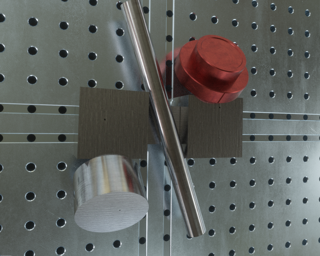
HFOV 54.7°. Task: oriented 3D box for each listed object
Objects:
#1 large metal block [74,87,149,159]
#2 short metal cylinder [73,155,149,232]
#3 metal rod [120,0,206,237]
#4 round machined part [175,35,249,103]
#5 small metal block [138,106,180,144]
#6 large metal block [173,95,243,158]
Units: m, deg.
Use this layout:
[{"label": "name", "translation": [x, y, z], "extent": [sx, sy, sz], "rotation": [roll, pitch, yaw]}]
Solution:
[{"label": "large metal block", "translation": [-0.060, -0.005, 0.378], "extent": [0.081, 0.050, 0.080], "rotation": [2, 89, -20]}, {"label": "short metal cylinder", "translation": [-0.057, 0.076, 0.356], "extent": [0.081, 0.050, 0.080], "rotation": [-10, 135, -9]}, {"label": "metal rod", "translation": [0.006, -0.007, 0.387], "extent": [0.025, 0.025, 0.298], "rotation": [-18, 96, -19]}, {"label": "round machined part", "translation": [0.072, -0.083, 0.404], "extent": [0.099, 0.042, 0.098], "rotation": [10, 52, -13]}, {"label": "small metal block", "translation": [-0.002, -0.004, 0.412], "extent": [0.050, 0.025, 0.050], "rotation": [1, 90, -20]}, {"label": "large metal block", "translation": [0.064, -0.001, 0.424], "extent": [0.081, 0.050, 0.080], "rotation": [1, 90, -20]}]
